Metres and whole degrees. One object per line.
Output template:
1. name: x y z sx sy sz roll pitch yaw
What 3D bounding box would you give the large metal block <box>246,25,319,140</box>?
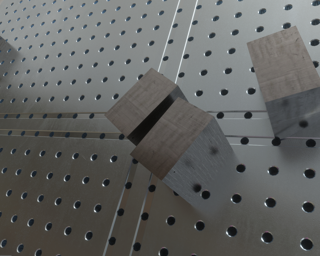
1. large metal block: 0.134 -0.045 0.330 0.050 0.080 0.080 -17 55 18

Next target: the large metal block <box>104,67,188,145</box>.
1. large metal block: -0.006 -0.012 0.383 0.080 0.080 0.050 -46 51 -4

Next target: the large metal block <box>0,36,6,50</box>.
1. large metal block: -0.427 -0.192 0.729 0.080 0.050 0.080 11 67 32

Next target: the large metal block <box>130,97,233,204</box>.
1. large metal block: 0.027 0.027 0.341 0.050 0.080 0.080 34 81 38
